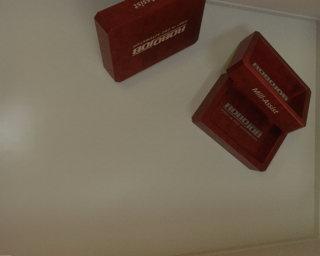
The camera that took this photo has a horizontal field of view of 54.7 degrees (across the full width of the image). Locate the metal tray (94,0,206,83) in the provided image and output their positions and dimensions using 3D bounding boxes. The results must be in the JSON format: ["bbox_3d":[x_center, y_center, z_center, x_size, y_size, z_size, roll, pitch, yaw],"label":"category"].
[{"bbox_3d":[-0.008,-0.118,0.371,0.131,0.090,0.030,-31,67,-17],"label":"metal tray"}]

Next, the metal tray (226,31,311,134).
[{"bbox_3d":[0.159,-0.066,0.442,0.130,0.030,0.090,43,49,-13],"label":"metal tray"}]

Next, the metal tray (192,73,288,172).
[{"bbox_3d":[0.122,-0.008,0.452,0.130,0.030,0.090,38,78,-16],"label":"metal tray"}]
